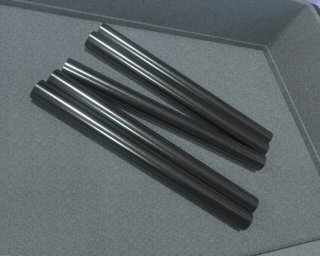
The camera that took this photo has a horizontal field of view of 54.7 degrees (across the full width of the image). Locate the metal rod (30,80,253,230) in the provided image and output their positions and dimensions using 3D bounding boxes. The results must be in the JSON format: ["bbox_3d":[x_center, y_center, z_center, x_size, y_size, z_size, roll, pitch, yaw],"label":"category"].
[{"bbox_3d":[-0.016,0.036,0.373,0.301,0.025,0.025,33,51,-7],"label":"metal rod"}]

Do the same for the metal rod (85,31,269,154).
[{"bbox_3d":[0.030,-0.045,0.447,0.301,0.025,0.025,32,52,-8],"label":"metal rod"}]

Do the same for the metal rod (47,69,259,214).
[{"bbox_3d":[-0.004,0.021,0.389,0.301,0.025,0.025,33,51,-7],"label":"metal rod"}]

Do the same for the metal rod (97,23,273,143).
[{"bbox_3d":[0.041,-0.061,0.463,0.301,0.025,0.025,32,52,-8],"label":"metal rod"}]

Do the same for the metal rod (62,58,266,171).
[{"bbox_3d":[0.014,-0.013,0.419,0.301,0.025,0.025,26,53,-12],"label":"metal rod"}]
